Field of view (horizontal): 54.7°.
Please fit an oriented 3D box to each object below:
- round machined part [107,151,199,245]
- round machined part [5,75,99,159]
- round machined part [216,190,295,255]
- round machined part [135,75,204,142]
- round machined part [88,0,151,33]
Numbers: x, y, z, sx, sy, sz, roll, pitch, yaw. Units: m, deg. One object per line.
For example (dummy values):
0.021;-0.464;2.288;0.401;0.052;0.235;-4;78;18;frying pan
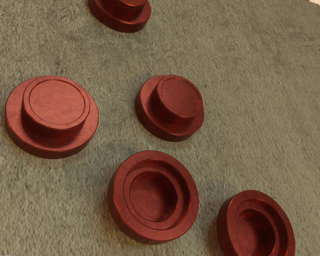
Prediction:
-0.010;0.077;0.340;0.099;0.042;0.098;14;56;-21;round machined part
-0.116;-0.019;0.342;0.099;0.042;0.098;14;56;-21;round machined part
0.109;0.128;0.373;0.099;0.042;0.098;14;56;-21;round machined part
0.019;-0.033;0.423;0.099;0.042;0.098;14;56;-21;round machined part
-0.058;-0.200;0.483;0.099;0.042;0.098;14;56;-21;round machined part
